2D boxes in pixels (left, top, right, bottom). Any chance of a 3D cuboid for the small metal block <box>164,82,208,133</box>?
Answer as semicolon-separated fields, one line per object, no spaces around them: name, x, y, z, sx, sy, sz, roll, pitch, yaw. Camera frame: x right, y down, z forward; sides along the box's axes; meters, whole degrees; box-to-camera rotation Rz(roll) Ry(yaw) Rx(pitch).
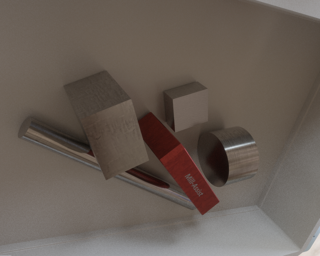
small metal block;0.035;-0.028;0.409;0.050;0.025;0.050;-19;126;-18

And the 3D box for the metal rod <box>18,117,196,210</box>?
metal rod;-0.044;0.062;0.422;0.301;0.025;0.025;32;100;-39

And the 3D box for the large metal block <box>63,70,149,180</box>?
large metal block;-0.059;-0.005;0.337;0.050;0.080;0.080;-24;128;-14

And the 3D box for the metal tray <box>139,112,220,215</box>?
metal tray;0.022;0.048;0.407;0.030;0.090;0.130;-38;130;-4

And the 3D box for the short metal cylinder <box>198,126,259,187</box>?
short metal cylinder;0.097;0.041;0.452;0.050;0.080;0.079;-11;123;-22
